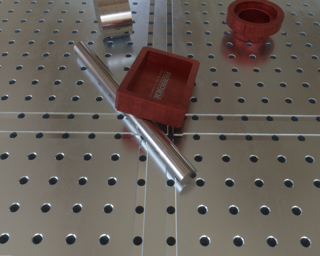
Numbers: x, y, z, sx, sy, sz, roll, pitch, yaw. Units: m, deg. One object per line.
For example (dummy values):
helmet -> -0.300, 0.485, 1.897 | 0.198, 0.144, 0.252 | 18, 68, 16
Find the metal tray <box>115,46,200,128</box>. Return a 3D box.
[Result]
metal tray -> 0.001, -0.063, 0.435 | 0.090, 0.030, 0.130 | 16, 43, 3

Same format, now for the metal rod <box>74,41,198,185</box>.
metal rod -> -0.049, -0.038, 0.438 | 0.025, 0.025, 0.300 | -27, 55, -21

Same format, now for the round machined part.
round machined part -> 0.168, -0.190, 0.558 | 0.099, 0.042, 0.098 | 0, 50, 0

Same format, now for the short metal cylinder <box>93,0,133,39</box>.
short metal cylinder -> -0.083, -0.198, 0.538 | 0.050, 0.080, 0.080 | -14, 52, -12
